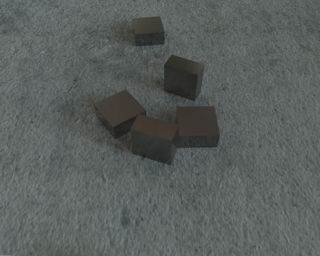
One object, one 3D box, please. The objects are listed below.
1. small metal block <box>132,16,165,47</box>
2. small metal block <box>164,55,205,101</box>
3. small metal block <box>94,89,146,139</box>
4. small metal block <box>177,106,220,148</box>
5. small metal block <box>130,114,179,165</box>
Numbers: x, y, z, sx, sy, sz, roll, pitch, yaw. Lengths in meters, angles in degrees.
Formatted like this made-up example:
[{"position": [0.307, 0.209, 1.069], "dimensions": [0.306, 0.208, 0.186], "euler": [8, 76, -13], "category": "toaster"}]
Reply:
[{"position": [-0.021, -0.171, 0.547], "dimensions": [0.050, 0.025, 0.050], "euler": [-6, 50, -6], "category": "small metal block"}, {"position": [0.034, -0.072, 0.448], "dimensions": [0.050, 0.050, 0.025], "euler": [21, 53, 16], "category": "small metal block"}, {"position": [-0.053, -0.020, 0.419], "dimensions": [0.050, 0.025, 0.050], "euler": [-29, 56, -23], "category": "small metal block"}, {"position": [0.048, -0.002, 0.405], "dimensions": [0.050, 0.025, 0.050], "euler": [-1, 50, -1], "category": "small metal block"}, {"position": [-0.006, 0.015, 0.375], "dimensions": [0.050, 0.050, 0.025], "euler": [16, 52, 12], "category": "small metal block"}]
